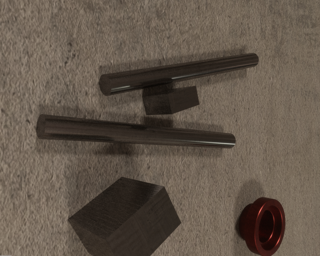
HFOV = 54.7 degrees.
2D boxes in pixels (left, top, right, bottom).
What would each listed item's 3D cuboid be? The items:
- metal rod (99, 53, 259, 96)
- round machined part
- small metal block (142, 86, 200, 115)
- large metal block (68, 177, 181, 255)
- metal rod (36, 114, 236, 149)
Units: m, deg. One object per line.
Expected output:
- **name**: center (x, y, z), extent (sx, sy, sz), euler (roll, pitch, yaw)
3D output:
- **metal rod**: center (0.050, -0.084, 0.448), extent (0.302, 0.025, 0.025), euler (-17, 101, -39)
- **round machined part**: center (0.177, 0.171, 0.546), extent (0.099, 0.042, 0.097), euler (0, 90, -40)
- **small metal block**: center (0.014, -0.036, 0.402), extent (0.050, 0.050, 0.025), euler (-21, 104, -38)
- **large metal block**: center (-0.039, 0.102, 0.338), extent (0.080, 0.080, 0.050), euler (-37, 113, -34)
- **metal rod**: center (-0.003, 0.010, 0.404), extent (0.302, 0.025, 0.025), euler (6, 87, -40)
